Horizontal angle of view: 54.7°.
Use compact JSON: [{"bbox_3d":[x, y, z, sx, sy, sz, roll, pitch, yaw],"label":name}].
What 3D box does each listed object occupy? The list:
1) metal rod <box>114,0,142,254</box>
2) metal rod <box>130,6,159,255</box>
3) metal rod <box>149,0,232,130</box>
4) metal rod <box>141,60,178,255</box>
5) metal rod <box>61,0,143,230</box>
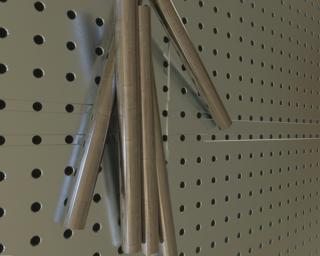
[{"bbox_3d":[-0.036,0.002,0.356,0.025,0.025,0.298,-9,103,-40],"label":"metal rod"},{"bbox_3d":[-0.018,0.010,0.377,0.025,0.025,0.298,-10,102,-40],"label":"metal rod"},{"bbox_3d":[0.033,-0.109,0.418,0.025,0.025,0.299,-54,128,-27],"label":"metal rod"},{"bbox_3d":[-0.004,0.050,0.407,0.025,0.025,0.298,-13,98,-40],"label":"metal rod"},{"bbox_3d":[-0.061,-0.037,0.359,0.025,0.025,0.299,21,77,-38],"label":"metal rod"}]
